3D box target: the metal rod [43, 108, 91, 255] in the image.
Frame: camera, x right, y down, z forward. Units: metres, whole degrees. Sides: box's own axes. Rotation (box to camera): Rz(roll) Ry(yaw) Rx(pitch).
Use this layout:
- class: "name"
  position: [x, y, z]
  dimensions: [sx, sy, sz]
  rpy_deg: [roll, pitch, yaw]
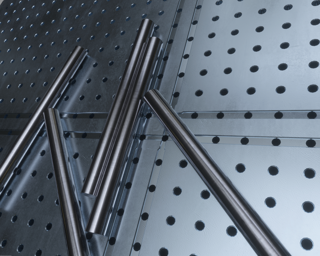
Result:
- class: "metal rod"
  position: [-0.128, 0.082, 0.423]
  dimensions: [0.025, 0.025, 0.300]
  rpy_deg: [-32, 52, 7]

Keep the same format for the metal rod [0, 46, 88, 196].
- class: "metal rod"
  position: [-0.205, -0.014, 0.521]
  dimensions: [0.025, 0.025, 0.300]
  rpy_deg: [13, 68, 33]

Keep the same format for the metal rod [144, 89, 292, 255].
- class: "metal rod"
  position: [0.057, 0.050, 0.346]
  dimensions: [0.025, 0.025, 0.300]
  rpy_deg: [-38, 51, 3]

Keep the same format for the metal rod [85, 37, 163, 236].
- class: "metal rod"
  position: [-0.043, -0.005, 0.432]
  dimensions: [0.025, 0.025, 0.300]
  rpy_deg: [1, 62, 28]

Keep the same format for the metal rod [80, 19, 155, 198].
- class: "metal rod"
  position: [-0.056, -0.044, 0.462]
  dimensions: [0.025, 0.025, 0.300]
  rpy_deg: [1, 62, 28]
